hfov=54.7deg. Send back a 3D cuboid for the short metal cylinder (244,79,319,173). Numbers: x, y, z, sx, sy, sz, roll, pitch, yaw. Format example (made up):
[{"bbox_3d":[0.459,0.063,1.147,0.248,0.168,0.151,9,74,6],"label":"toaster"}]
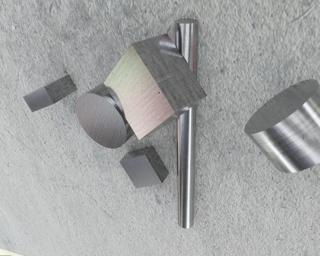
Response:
[{"bbox_3d":[0.131,-0.002,0.301,0.050,0.080,0.080,49,129,-6],"label":"short metal cylinder"}]

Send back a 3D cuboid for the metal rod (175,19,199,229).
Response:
[{"bbox_3d":[0.034,0.016,0.399,0.025,0.025,0.298,11,123,22],"label":"metal rod"}]

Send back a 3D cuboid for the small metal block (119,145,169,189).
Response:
[{"bbox_3d":[-0.023,0.058,0.455,0.050,0.025,0.050,-18,109,35],"label":"small metal block"}]

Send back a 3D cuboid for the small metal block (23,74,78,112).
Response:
[{"bbox_3d":[-0.156,-0.050,0.442,0.050,0.050,0.025,-14,111,34],"label":"small metal block"}]

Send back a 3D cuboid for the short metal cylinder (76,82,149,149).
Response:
[{"bbox_3d":[-0.062,-0.020,0.404,0.080,0.050,0.079,19,131,24],"label":"short metal cylinder"}]

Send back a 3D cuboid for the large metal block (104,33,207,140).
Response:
[{"bbox_3d":[-0.008,-0.044,0.345,0.080,0.050,0.080,58,143,4],"label":"large metal block"}]
